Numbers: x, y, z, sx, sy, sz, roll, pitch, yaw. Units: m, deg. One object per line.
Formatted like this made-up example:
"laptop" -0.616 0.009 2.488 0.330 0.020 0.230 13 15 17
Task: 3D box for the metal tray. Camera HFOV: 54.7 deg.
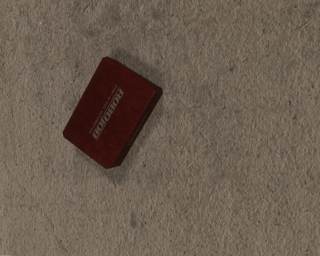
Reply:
"metal tray" -0.067 -0.021 0.429 0.090 0.030 0.129 34 101 16
